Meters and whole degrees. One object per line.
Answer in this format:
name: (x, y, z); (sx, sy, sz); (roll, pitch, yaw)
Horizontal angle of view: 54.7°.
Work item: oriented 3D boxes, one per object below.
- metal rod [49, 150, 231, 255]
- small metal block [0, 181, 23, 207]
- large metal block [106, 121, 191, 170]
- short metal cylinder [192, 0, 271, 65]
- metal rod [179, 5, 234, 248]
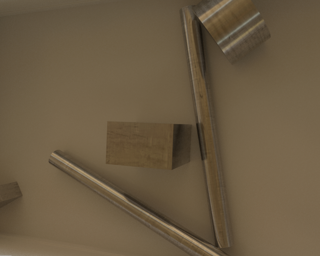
metal rod: (-0.032, 0.106, 0.410); (0.301, 0.025, 0.025); (27, 99, 21)
small metal block: (-0.257, 0.110, 0.485); (0.050, 0.050, 0.025); (-29, 81, 17)
large metal block: (-0.011, 0.019, 0.384); (0.080, 0.080, 0.050); (3, 91, 19)
short metal cylinder: (0.080, -0.119, 0.353); (0.050, 0.080, 0.080); (-36, 79, 16)
metal rod: (0.058, -0.004, 0.389); (0.025, 0.025, 0.298); (-9, 87, 19)
